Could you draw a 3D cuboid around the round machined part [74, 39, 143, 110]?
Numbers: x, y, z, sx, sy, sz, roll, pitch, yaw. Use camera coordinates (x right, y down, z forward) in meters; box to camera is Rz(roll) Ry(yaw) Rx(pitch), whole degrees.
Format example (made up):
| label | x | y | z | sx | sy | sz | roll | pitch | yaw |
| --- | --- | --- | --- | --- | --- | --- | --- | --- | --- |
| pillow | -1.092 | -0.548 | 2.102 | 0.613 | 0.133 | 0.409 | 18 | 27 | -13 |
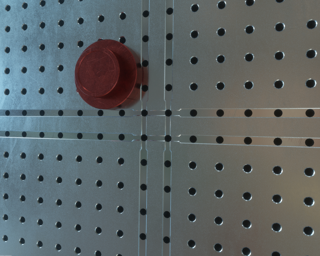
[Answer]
| label | x | y | z | sx | sy | sz | roll | pitch | yaw |
| --- | --- | --- | --- | --- | --- | --- | --- | --- | --- |
| round machined part | -0.078 | -0.075 | 0.430 | 0.098 | 0.042 | 0.097 | 0 | 90 | 19 |
